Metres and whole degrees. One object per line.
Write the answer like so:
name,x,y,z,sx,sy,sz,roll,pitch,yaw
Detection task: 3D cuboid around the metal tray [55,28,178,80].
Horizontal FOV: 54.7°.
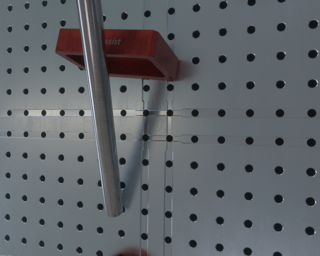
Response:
metal tray,-0.052,-0.092,0.394,0.130,0.090,0.030,7,84,19

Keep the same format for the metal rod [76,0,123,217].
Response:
metal rod,-0.069,-0.015,0.370,0.025,0.025,0.298,9,119,20
